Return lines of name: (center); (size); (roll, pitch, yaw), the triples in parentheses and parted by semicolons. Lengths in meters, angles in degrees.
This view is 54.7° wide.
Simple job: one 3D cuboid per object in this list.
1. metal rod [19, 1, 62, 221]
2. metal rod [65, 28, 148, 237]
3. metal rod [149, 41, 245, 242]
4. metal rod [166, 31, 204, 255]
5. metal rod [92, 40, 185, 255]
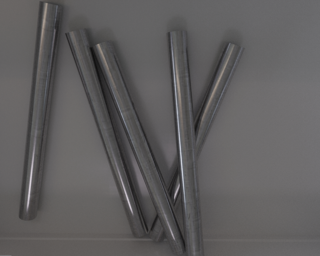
metal rod: (-0.160, -0.007, 0.406); (0.025, 0.025, 0.298); (13, 110, -5)
metal rod: (-0.065, 0.020, 0.418); (0.025, 0.025, 0.298); (-13, 110, 4)
metal rod: (0.043, 0.032, 0.423); (0.025, 0.025, 0.298); (18, 109, -7)
metal rod: (0.034, 0.031, 0.397); (0.025, 0.025, 0.298); (-5, 101, 2)
metal rod: (-0.021, 0.035, 0.407); (0.025, 0.025, 0.298); (-18, 103, 6)
